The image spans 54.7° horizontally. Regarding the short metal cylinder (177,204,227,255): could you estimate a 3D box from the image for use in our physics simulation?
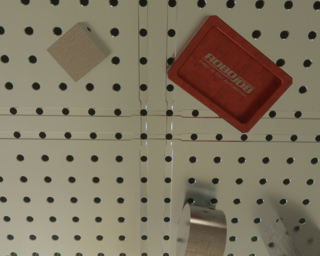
[{"bbox_3d":[0.057,0.153,0.441,0.050,0.080,0.079,12,110,-5],"label":"short metal cylinder"}]

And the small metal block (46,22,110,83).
[{"bbox_3d":[-0.099,-0.093,0.378,0.050,0.025,0.050,-36,106,12],"label":"small metal block"}]

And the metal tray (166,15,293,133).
[{"bbox_3d":[0.085,-0.065,0.387,0.130,0.030,0.090,35,106,-12],"label":"metal tray"}]

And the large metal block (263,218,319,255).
[{"bbox_3d":[0.213,0.189,0.456,0.080,0.080,0.050,21,109,-8],"label":"large metal block"}]
